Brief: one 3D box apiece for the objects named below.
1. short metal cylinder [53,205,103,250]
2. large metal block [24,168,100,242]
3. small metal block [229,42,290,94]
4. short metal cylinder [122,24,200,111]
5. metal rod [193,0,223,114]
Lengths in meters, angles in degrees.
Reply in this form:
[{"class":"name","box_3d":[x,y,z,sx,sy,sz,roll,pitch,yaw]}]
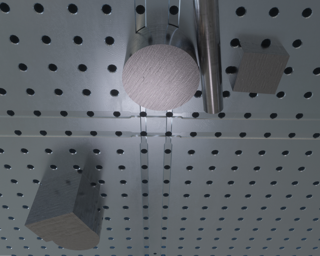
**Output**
[{"class":"short metal cylinder","box_3d":[-0.142,0.169,0.538,0.081,0.050,0.079,0,130,0]},{"class":"large metal block","box_3d":[-0.145,0.118,0.474,0.080,0.080,0.050,-18,128,15]},{"class":"small metal block","box_3d":[0.112,-0.068,0.355,0.050,0.025,0.050,4,130,-4]},{"class":"short metal cylinder","box_3d":[0.001,-0.066,0.339,0.081,0.050,0.079,0,130,0]},{"class":"metal rod","box_3d":[0.042,-0.137,0.295,0.025,0.025,0.298,-8,130,6]}]
